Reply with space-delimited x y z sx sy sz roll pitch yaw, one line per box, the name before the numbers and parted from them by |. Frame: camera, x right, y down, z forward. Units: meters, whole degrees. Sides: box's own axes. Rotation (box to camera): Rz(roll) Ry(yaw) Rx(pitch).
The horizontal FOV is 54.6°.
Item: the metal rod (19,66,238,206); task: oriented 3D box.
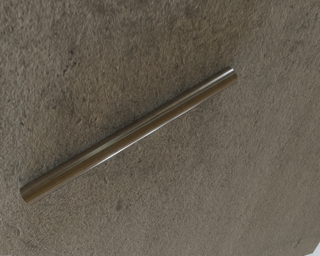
metal rod | -0.032 0.005 0.391 0.301 0.025 0.025 -31 129 -9
